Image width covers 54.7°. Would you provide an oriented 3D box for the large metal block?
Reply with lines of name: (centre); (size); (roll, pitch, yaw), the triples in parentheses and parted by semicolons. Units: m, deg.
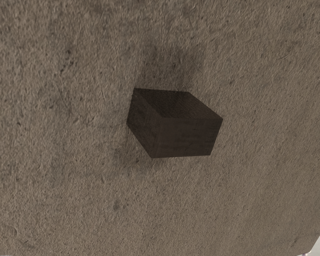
large metal block: (0.015, -0.008, 0.376); (0.081, 0.080, 0.050); (0, 118, -29)
